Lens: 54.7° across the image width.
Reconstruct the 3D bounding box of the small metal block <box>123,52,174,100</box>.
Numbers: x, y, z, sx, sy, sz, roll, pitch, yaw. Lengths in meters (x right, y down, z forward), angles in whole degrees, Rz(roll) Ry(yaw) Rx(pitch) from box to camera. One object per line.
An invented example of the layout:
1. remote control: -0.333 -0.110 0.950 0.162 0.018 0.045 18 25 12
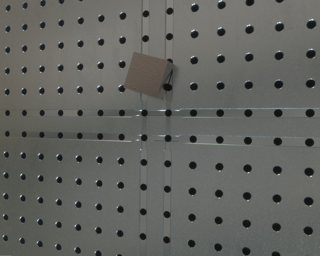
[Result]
1. small metal block: -0.015 -0.070 0.417 0.050 0.025 0.050 19 96 18
